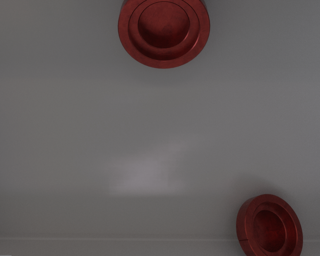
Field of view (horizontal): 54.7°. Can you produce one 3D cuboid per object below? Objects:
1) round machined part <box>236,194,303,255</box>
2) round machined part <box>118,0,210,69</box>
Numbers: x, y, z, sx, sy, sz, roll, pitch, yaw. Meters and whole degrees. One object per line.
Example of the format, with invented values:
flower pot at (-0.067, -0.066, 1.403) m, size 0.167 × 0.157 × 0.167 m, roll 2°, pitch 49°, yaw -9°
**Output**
round machined part at (0.148, 0.146, 0.438) m, size 0.098 × 0.098 × 0.042 m, roll 29°, pitch 148°, yaw -10°
round machined part at (0.004, -0.118, 0.346) m, size 0.099 × 0.042 × 0.097 m, roll 0°, pitch 136°, yaw 0°
